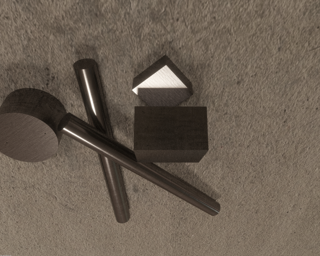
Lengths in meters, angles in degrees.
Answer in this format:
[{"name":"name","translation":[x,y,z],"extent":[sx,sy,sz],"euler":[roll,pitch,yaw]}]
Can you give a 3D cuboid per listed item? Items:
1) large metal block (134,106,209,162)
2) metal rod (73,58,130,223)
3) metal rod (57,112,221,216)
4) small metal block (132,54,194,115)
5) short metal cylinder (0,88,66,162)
[{"name":"large metal block","translation":[0.012,0.011,0.377],"extent":[0.081,0.050,0.080],"euler":[0,164,-1]},{"name":"metal rod","translation":[-0.074,0.042,0.441],"extent":[0.025,0.025,0.298],"euler":[-3,130,2]},{"name":"metal rod","translation":[-0.009,0.065,0.441],"extent":[0.025,0.025,0.301],"euler":[-35,129,26]},{"name":"small metal block","translation":[0.003,-0.049,0.365],"extent":[0.050,0.025,0.050],"euler":[-33,123,24]},{"name":"short metal cylinder","translation":[-0.162,-0.003,0.386],"extent":[0.081,0.050,0.079],"euler":[0,130,0]}]
